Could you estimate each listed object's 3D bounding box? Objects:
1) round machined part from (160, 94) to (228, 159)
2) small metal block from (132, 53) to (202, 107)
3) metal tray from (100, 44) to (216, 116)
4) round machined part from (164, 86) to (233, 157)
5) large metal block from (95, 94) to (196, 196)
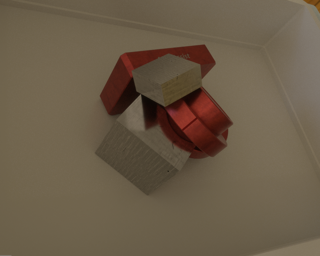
[{"bbox_3d":[0.039,-0.003,0.419,0.099,0.042,0.098,14,56,-21],"label":"round machined part"},{"bbox_3d":[0.007,-0.052,0.322,0.050,0.025,0.050,-31,40,-25],"label":"small metal block"},{"bbox_3d":[-0.002,-0.062,0.400,0.131,0.090,0.030,-16,71,-35],"label":"metal tray"},{"bbox_3d":[0.046,-0.018,0.356,0.098,0.042,0.098,46,13,-13],"label":"round machined part"},{"bbox_3d":[-0.016,0.021,0.349,0.080,0.080,0.050,39,51,-2],"label":"large metal block"}]
